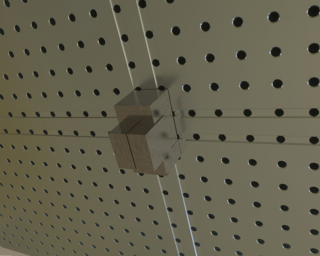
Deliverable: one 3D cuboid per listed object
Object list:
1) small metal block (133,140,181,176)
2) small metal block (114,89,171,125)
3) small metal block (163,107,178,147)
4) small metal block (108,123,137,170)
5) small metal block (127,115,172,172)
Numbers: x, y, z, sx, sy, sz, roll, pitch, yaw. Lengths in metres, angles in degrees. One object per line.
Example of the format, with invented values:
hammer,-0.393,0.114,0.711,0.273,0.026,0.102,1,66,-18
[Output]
small metal block,-0.005,0.038,0.421,0.050,0.050,0.025,2,119,27
small metal block,-0.021,-0.027,0.389,0.050,0.050,0.025,2,120,27
small metal block,-0.008,-0.001,0.415,0.050,0.025,0.050,2,120,28
small metal block,-0.035,0.017,0.392,0.025,0.050,0.050,2,119,27
small metal block,-0.011,0.017,0.380,0.025,0.050,0.050,3,120,28
